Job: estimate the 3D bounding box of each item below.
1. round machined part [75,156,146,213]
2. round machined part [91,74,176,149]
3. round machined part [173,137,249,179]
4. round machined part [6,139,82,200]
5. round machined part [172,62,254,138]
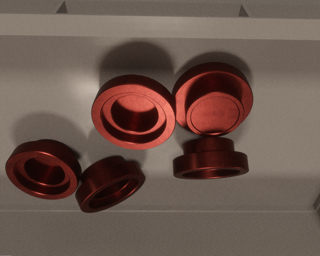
[{"bbox_3d":[-0.074,0.076,0.443,0.099,0.042,0.098,-26,154,-14],"label":"round machined part"},{"bbox_3d":[-0.029,-0.023,0.375,0.099,0.042,0.097,2,130,3],"label":"round machined part"},{"bbox_3d":[0.066,0.041,0.415,0.099,0.042,0.098,-2,163,0],"label":"round machined part"},{"bbox_3d":[-0.159,0.054,0.438,0.099,0.042,0.097,2,129,3],"label":"round machined part"},{"bbox_3d":[0.064,-0.027,0.376,0.099,0.042,0.097,-1,130,0],"label":"round machined part"}]
